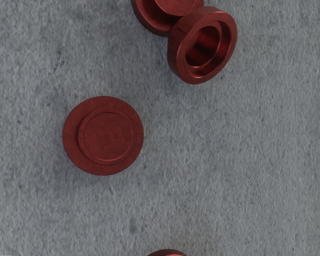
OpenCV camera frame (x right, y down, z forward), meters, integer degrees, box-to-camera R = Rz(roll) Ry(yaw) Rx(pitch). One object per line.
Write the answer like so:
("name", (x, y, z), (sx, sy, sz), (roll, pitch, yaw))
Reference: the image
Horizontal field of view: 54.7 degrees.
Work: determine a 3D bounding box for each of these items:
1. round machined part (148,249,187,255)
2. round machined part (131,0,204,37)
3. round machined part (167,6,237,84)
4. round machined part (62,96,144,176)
("round machined part", (0.004, 0.206, 0.403), (0.099, 0.042, 0.097), (0, 90, -21))
("round machined part", (0.015, -0.173, 0.406), (0.099, 0.042, 0.097), (0, 90, -21))
("round machined part", (0.049, -0.109, 0.402), (0.099, 0.042, 0.097), (-25, 139, -24))
("round machined part", (-0.066, 0.010, 0.376), (0.099, 0.042, 0.097), (0, 90, -21))
